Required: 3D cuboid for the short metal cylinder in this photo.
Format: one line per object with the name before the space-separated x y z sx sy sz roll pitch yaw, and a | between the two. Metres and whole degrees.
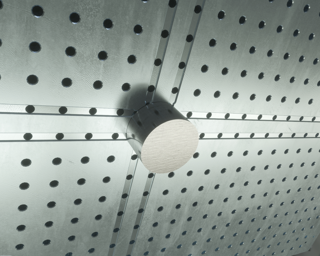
short metal cylinder | 0.003 0.013 0.405 0.081 0.050 0.079 -14 125 -21
